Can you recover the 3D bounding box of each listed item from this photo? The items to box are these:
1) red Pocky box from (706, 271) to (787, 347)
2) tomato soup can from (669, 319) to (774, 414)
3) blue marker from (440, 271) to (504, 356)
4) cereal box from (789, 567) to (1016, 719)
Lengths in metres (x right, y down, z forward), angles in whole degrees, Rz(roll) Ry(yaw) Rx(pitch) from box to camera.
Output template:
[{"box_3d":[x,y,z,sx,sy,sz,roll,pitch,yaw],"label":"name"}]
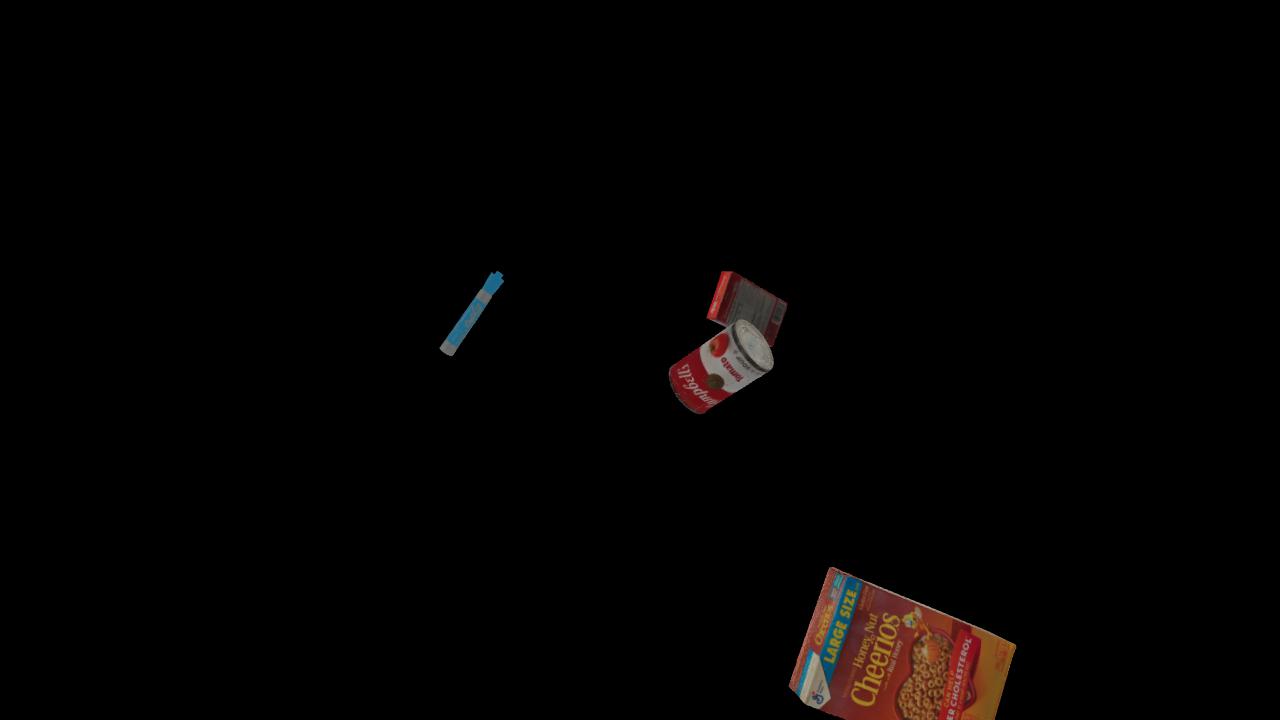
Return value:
[{"box_3d":[0.178,-0.082,1.013,0.155,0.083,0.028,21,-2,-39],"label":"red Pocky box"},{"box_3d":[0.092,0.008,0.693,0.101,0.068,0.068,-36,-21,31],"label":"tomato soup can"},{"box_3d":[-0.207,-0.059,0.763,0.020,0.121,0.020,35,4,-3],"label":"blue marker"},{"box_3d":[0.412,0.483,0.971,0.306,0.203,0.081,24,-9,-5],"label":"cereal box"}]
